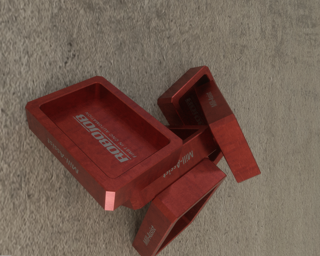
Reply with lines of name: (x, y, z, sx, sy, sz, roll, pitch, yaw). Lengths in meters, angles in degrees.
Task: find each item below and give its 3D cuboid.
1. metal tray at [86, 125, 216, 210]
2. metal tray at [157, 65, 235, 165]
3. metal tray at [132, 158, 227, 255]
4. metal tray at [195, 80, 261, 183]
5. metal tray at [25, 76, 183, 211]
metal tray: (-0.009, 0.037, 0.358, 0.131, 0.090, 0.030, -31, 110, -36)
metal tray: (0.061, -0.014, 0.456, 0.090, 0.030, 0.130, -46, 118, -30)
metal tray: (0.020, 0.100, 0.368, 0.091, 0.030, 0.129, -31, 154, -35)
metal tray: (0.085, -0.001, 0.407, 0.090, 0.030, 0.130, 59, 12, -24)
metal tray: (-0.055, 0.006, 0.300, 0.091, 0.130, 0.030, -31, 148, -36)
